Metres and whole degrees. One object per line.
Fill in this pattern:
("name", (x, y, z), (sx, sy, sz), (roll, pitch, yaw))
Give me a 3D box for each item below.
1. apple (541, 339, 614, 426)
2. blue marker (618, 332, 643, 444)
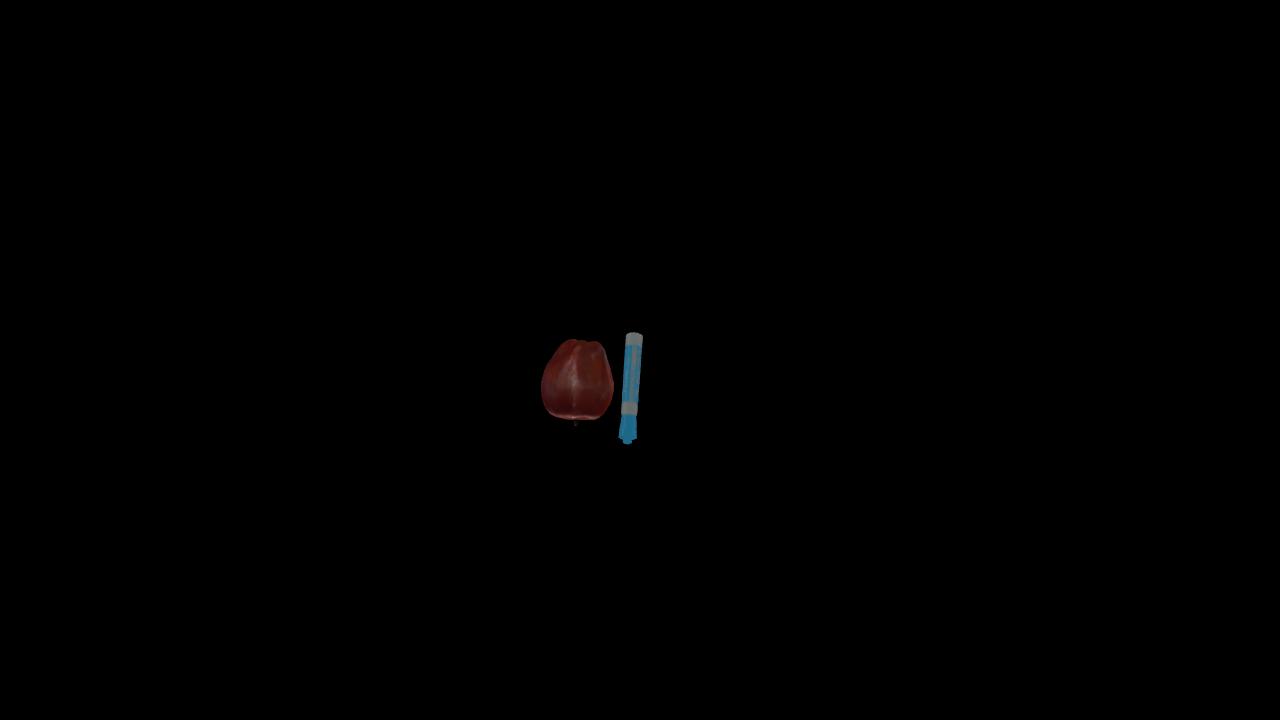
("apple", (-0.067, 0.025, 0.665), (0.079, 0.093, 0.079), (6, -4, 0))
("blue marker", (-0.009, 0.029, 0.645), (0.020, 0.121, 0.020), (3, -23, 1))
